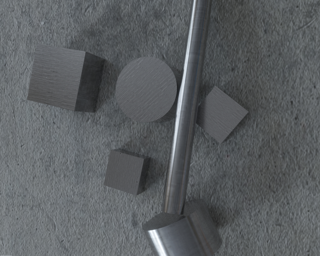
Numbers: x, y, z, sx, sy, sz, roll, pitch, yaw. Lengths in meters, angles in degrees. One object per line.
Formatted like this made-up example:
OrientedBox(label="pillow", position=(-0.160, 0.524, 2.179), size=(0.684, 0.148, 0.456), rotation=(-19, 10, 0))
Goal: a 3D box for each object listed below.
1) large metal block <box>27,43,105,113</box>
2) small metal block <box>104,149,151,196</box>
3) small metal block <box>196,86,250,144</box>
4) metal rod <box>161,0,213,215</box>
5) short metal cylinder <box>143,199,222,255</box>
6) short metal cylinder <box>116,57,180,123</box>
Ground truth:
OrientedBox(label="large metal block", position=(-0.133, -0.070, 0.443), size=(0.080, 0.050, 0.080), rotation=(13, 95, 19))
OrientedBox(label="small metal block", position=(-0.045, 0.059, 0.425), size=(0.050, 0.025, 0.050), rotation=(13, 94, 19))
OrientedBox(label="small metal block", position=(0.074, -0.016, 0.383), size=(0.050, 0.025, 0.050), rotation=(42, 103, 15))
OrientedBox(label="metal rod", position=(0.036, -0.052, 0.366), size=(0.025, 0.025, 0.299), rotation=(6, 81, 20))
OrientedBox(label="short metal cylinder", position=(0.026, 0.125, 0.368), size=(0.080, 0.080, 0.050), rotation=(-25, 87, 18))
OrientedBox(label="short metal cylinder", position=(-0.009, -0.047, 0.399), size=(0.080, 0.050, 0.080), rotation=(0, 90, 20))
